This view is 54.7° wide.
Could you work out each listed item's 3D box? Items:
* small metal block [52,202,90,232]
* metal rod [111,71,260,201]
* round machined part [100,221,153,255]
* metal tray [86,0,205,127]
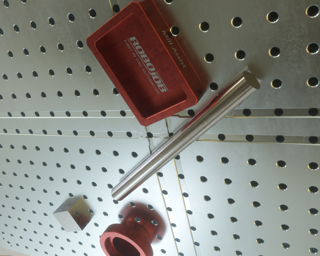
[{"bbox_3d":[-0.176,0.178,0.614,0.050,0.025,0.050,-18,109,35],"label":"small metal block"},{"bbox_3d":[0.013,0.030,0.422,0.025,0.025,0.299,44,129,-3],"label":"metal rod"},{"bbox_3d":[-0.056,0.208,0.559,0.098,0.042,0.097,13,124,21],"label":"round machined part"},{"bbox_3d":[-0.017,-0.074,0.371,0.090,0.030,0.130,-24,106,36],"label":"metal tray"}]
